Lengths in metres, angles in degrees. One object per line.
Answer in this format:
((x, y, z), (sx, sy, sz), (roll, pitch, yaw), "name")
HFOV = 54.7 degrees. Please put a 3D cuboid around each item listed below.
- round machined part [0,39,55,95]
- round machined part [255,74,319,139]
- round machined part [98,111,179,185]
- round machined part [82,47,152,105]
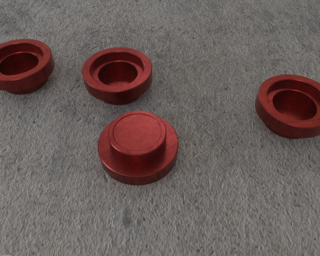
((-0.208, -0.088, 0.464), (0.099, 0.042, 0.098), (0, 50, 0), "round machined part")
((0.176, -0.024, 0.413), (0.099, 0.042, 0.098), (0, 50, 0), "round machined part")
((-0.026, 0.017, 0.378), (0.099, 0.042, 0.098), (0, 50, 0), "round machined part")
((-0.060, -0.071, 0.452), (0.099, 0.042, 0.098), (0, 50, 0), "round machined part")
